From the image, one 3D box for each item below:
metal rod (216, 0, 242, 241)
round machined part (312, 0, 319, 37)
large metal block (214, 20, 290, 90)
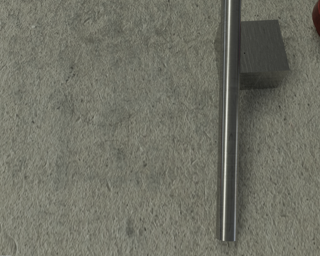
[{"bbox_3d":[0.084,-0.019,0.377,0.025,0.025,0.298,2,85,1],"label":"metal rod"},{"bbox_3d":[0.275,-0.160,0.460,0.099,0.042,0.098,0,70,0],"label":"round machined part"},{"bbox_3d":[0.124,-0.101,0.433,0.081,0.050,0.080,-3,70,-1],"label":"large metal block"}]
